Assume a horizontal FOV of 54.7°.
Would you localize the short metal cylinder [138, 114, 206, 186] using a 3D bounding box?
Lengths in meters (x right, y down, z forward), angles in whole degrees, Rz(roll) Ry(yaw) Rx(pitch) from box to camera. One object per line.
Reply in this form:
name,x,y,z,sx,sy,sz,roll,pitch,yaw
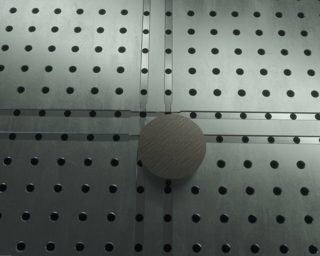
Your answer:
short metal cylinder,0.014,0.029,0.388,0.081,0.050,0.080,0,70,0
